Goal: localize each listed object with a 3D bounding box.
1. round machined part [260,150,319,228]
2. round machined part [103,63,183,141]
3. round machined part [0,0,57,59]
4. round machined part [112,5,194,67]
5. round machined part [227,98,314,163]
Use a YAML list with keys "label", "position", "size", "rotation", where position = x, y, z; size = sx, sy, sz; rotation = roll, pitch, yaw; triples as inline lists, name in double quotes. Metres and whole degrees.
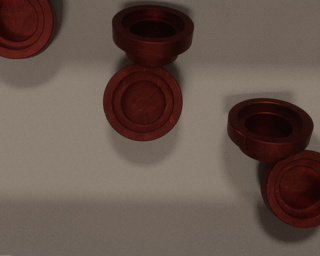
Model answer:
- label: "round machined part"
  position: [0.180, 0.076, 0.405]
  size: [0.099, 0.042, 0.097]
  rotation: [0, 90, -1]
- label: "round machined part"
  position: [-0.021, -0.032, 0.403]
  size: [0.099, 0.042, 0.097]
  rotation: [0, 90, -1]
- label: "round machined part"
  position: [-0.181, -0.138, 0.393]
  size: [0.099, 0.042, 0.097]
  rotation: [-1, 103, -6]
- label: "round machined part"
  position: [-0.009, -0.112, 0.386]
  size: [0.099, 0.098, 0.042]
  rotation: [3, 135, -3]
- label: "round machined part"
  position: [0.134, 0.005, 0.387]
  size: [0.099, 0.098, 0.042]
  rotation: [-4, 126, -1]
